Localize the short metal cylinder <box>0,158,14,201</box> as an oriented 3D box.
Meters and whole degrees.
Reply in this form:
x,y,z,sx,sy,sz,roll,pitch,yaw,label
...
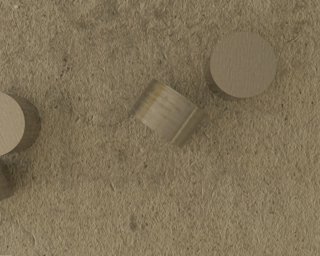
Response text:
x,y,z,sx,sy,sz,roll,pitch,yaw,label
-0.230,0.074,0.381,0.080,0.080,0.050,-19,90,0,short metal cylinder

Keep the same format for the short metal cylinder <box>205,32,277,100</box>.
x,y,z,sx,sy,sz,roll,pitch,yaw,label
0.101,-0.076,0.398,0.081,0.050,0.080,0,90,0,short metal cylinder

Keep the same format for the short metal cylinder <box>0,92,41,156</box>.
x,y,z,sx,sy,sz,roll,pitch,yaw,label
-0.202,-0.005,0.396,0.081,0.050,0.080,0,90,0,short metal cylinder

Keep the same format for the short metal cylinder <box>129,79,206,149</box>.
x,y,z,sx,sy,sz,roll,pitch,yaw,label
0.009,-0.017,0.382,0.080,0.080,0.050,35,90,0,short metal cylinder
